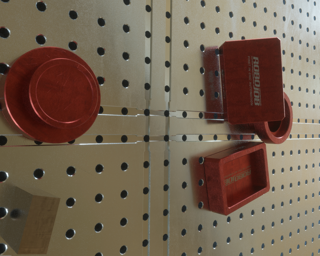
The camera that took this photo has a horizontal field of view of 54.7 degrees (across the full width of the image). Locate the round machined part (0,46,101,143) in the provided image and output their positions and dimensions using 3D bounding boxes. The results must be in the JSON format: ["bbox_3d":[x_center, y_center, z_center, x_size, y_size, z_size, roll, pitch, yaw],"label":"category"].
[{"bbox_3d":[-0.103,-0.033,0.312,0.099,0.042,0.097,0,90,-40],"label":"round machined part"}]

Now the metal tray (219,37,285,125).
[{"bbox_3d":[0.146,-0.074,0.495,0.091,0.030,0.129,-5,94,-2],"label":"metal tray"}]

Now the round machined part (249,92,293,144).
[{"bbox_3d":[0.197,-0.020,0.563,0.099,0.042,0.097,0,90,-40],"label":"round machined part"}]

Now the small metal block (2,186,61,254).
[{"bbox_3d":[-0.122,0.085,0.291,0.025,0.050,0.050,19,78,-39],"label":"small metal block"}]

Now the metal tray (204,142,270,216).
[{"bbox_3d":[0.132,0.079,0.516,0.131,0.030,0.089,-13,99,-39],"label":"metal tray"}]
